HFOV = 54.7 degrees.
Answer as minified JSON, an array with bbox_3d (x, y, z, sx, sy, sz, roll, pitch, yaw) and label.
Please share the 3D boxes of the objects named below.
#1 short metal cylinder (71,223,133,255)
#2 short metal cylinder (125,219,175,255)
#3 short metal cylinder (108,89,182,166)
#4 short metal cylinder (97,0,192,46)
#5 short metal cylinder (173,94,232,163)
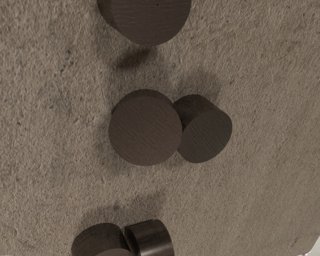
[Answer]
[{"bbox_3d":[-0.086,0.190,0.462,0.081,0.050,0.079,-14,125,-21],"label":"short metal cylinder"},{"bbox_3d":[-0.018,0.188,0.479,0.050,0.080,0.079,-8,122,-25],"label":"short metal cylinder"},{"bbox_3d":[-0.017,-0.002,0.362,0.081,0.050,0.079,-1,106,-3],"label":"short metal cylinder"},{"bbox_3d":[-0.016,-0.127,0.304,0.081,0.050,0.079,-14,125,-21],"label":"short metal cylinder"},{"bbox_3d":[0.050,0.001,0.420,0.081,0.050,0.079,-14,125,-21],"label":"short metal cylinder"}]
